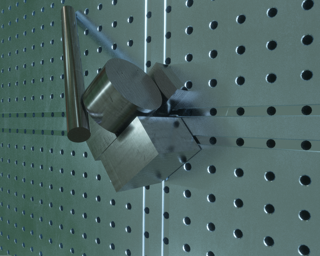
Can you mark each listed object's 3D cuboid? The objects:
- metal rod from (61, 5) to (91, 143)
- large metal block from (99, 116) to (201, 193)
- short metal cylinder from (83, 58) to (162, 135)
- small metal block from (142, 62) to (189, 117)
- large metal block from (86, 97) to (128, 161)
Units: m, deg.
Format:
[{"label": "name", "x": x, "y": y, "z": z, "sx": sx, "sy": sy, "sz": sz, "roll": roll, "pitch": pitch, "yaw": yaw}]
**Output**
[{"label": "metal rod", "x": -0.125, "y": -0.097, "z": 0.442, "sx": 0.025, "sy": 0.025, "sz": 0.300, "roll": -49, "pitch": 40, "yaw": 29}, {"label": "large metal block", "x": -0.012, "y": 0.031, "z": 0.379, "sx": 0.080, "sy": 0.081, "sz": 0.050, "roll": -45, "pitch": 64, "yaw": 30}, {"label": "short metal cylinder", "x": -0.045, "y": -0.038, "z": 0.375, "sx": 0.050, "sy": 0.081, "sz": 0.080, "roll": -44, "pitch": 64, "yaw": 31}, {"label": "small metal block", "x": 0.002, "y": -0.049, "z": 0.407, "sx": 0.050, "sy": 0.025, "sz": 0.050, "roll": -49, "pitch": 62, "yaw": 28}, {"label": "large metal block", "x": -0.059, "y": -0.006, "z": 0.421, "sx": 0.050, "sy": 0.081, "sz": 0.080, "roll": -45, "pitch": 63, "yaw": 30}]
